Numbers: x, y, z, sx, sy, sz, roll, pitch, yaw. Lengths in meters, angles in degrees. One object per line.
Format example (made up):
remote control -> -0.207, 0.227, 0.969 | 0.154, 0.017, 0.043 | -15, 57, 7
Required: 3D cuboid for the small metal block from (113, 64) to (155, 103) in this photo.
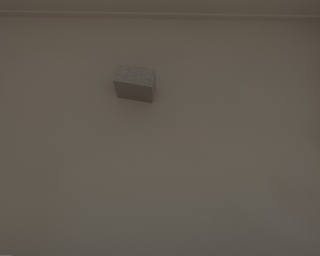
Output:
small metal block -> -0.033, -0.059, 0.418 | 0.050, 0.050, 0.025 | 10, 71, 3
